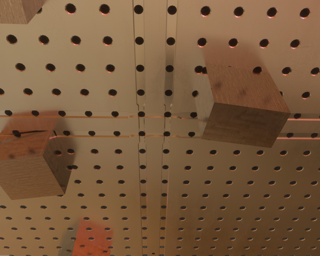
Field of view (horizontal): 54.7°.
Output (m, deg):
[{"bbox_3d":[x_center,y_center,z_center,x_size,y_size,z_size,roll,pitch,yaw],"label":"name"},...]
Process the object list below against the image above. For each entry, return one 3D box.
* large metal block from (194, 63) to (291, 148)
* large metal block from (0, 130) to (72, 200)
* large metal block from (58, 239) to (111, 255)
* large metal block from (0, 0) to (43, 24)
[{"bbox_3d":[0.088,-0.027,0.354,0.081,0.080,0.050,7,130,-7],"label":"large metal block"},{"bbox_3d":[-0.182,0.054,0.438,0.080,0.050,0.080,-7,130,5],"label":"large metal block"},{"bbox_3d":[-0.159,0.278,0.630,0.080,0.050,0.080,30,124,-24],"label":"large metal block"},{"bbox_3d":[-0.159,-0.141,0.273,0.081,0.050,0.079,1,130,-2],"label":"large metal block"}]
